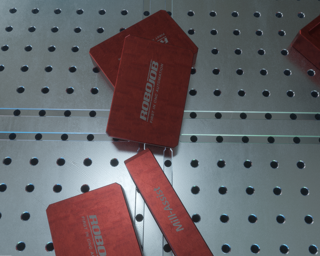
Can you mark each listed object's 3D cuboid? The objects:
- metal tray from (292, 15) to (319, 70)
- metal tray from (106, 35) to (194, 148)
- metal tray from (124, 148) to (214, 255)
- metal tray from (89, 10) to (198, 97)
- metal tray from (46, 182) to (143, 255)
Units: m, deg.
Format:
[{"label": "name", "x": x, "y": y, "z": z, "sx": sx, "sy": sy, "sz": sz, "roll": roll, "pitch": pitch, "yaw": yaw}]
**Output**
[{"label": "metal tray", "x": 0.278, "y": -0.140, "z": 0.463, "sx": 0.131, "sy": 0.030, "sz": 0.090, "roll": -38, "pitch": 75, "yaw": -13}, {"label": "metal tray", "x": -0.013, "y": -0.045, "z": 0.399, "sx": 0.091, "sy": 0.030, "sz": 0.129, "roll": 11, "pitch": 84, "yaw": -10}, {"label": "metal tray", "x": 0.008, "y": 0.094, "z": 0.343, "sx": 0.030, "sy": 0.090, "sz": 0.130, "roll": -29, "pitch": 73, "yaw": -10}, {"label": "metal tray", "x": -0.023, "y": -0.104, "z": 0.447, "sx": 0.131, "sy": 0.030, "sz": 0.090, "roll": -33, "pitch": 74, "yaw": -12}, {"label": "metal tray", "x": -0.070, "y": 0.139, "z": 0.357, "sx": 0.091, "sy": 0.030, "sz": 0.130, "roll": -18, "pitch": 71, "yaw": -7}]
